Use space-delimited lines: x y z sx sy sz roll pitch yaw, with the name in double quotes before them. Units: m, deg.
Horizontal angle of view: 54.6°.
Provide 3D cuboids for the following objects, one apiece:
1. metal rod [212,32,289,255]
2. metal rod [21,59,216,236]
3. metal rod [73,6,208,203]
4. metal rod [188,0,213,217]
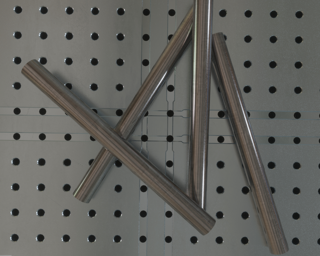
"metal rod" 0.115 0.020 0.414 0.025 0.025 0.299 -17 90 0
"metal rod" -0.051 0.024 0.386 0.300 0.025 0.025 42 90 0
"metal rod" -0.025 -0.034 0.413 0.025 0.025 0.299 32 90 0
"metal rod" 0.052 -0.032 0.399 0.025 0.025 0.298 1 96 0
